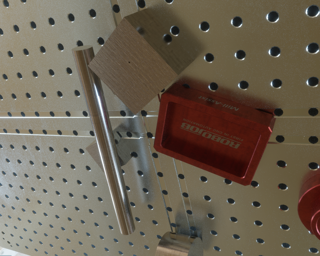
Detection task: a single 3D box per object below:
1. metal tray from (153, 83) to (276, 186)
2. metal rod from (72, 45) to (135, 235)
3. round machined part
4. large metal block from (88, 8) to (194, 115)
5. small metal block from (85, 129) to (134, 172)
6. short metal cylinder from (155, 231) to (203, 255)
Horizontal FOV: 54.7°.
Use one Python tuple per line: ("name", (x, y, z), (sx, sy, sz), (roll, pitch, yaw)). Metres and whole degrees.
("metal tray", (0.061, 0.008, 0.380), (0.130, 0.030, 0.089), (20, 126, 16))
("metal rod", (-0.073, 0.035, 0.439), (0.025, 0.025, 0.298), (5, 121, 25))
("round machined part", (0.210, 0.100, 0.352), (0.098, 0.042, 0.097), (13, 124, 21))
("large metal block", (-0.022, -0.076, 0.360), (0.080, 0.050, 0.080), (47, 129, -5))
("small metal block", (-0.077, 0.037, 0.475), (0.050, 0.025, 0.050), (-27, 104, 37))
("short metal cylinder", (0.031, 0.209, 0.489), (0.050, 0.080, 0.080), (2, 120, 27))
